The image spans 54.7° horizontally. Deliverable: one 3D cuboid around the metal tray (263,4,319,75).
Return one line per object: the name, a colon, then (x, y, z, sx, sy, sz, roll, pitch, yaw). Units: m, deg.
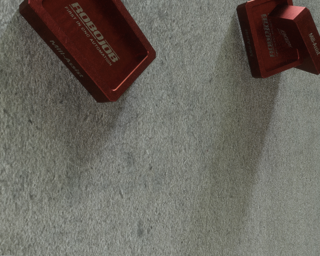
metal tray: (0.241, -0.159, 0.556, 0.030, 0.090, 0.130, -46, 125, 0)

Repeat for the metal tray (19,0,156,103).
metal tray: (-0.071, -0.103, 0.340, 0.130, 0.030, 0.090, 52, 60, -27)

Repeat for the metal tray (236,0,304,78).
metal tray: (0.193, -0.161, 0.539, 0.091, 0.030, 0.129, -22, 105, -13)
